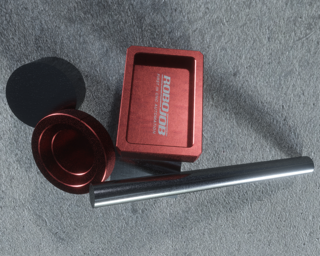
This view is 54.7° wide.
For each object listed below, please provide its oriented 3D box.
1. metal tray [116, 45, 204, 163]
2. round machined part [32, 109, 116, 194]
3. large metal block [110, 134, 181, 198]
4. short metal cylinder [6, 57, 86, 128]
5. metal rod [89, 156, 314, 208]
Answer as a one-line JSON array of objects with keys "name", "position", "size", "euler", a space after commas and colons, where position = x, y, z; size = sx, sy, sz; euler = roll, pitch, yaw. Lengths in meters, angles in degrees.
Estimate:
[{"name": "metal tray", "position": [0.002, -0.029, 0.357], "size": [0.091, 0.030, 0.130], "euler": [4, 70, -2]}, {"name": "round machined part", "position": [-0.096, 0.024, 0.362], "size": [0.098, 0.042, 0.097], "euler": [6, 110, 18]}, {"name": "large metal block", "position": [-0.018, 0.044, 0.397], "size": [0.081, 0.080, 0.050], "euler": [4, 110, -2]}, {"name": "short metal cylinder", "position": [-0.137, -0.044, 0.380], "size": [0.081, 0.050, 0.079], "euler": [0, 110, -1]}, {"name": "metal rod", "position": [0.069, 0.059, 0.371], "size": [0.303, 0.025, 0.025], "euler": [-3, 112, -25]}]
